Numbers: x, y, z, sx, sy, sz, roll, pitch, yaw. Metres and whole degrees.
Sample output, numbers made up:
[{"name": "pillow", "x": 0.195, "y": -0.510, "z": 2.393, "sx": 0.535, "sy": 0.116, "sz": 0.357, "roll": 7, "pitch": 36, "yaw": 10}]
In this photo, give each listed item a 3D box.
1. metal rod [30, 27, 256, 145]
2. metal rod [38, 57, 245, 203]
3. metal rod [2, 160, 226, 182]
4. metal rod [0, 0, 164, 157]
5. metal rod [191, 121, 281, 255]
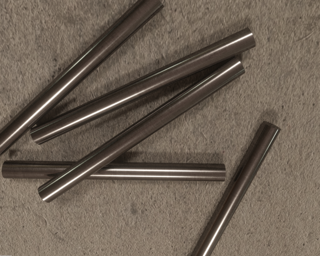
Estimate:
[{"name": "metal rod", "x": -0.027, "y": -0.049, "z": 0.391, "sx": 0.301, "sy": 0.025, "sz": 0.025, "roll": -24, "pitch": 109, "yaw": 8}, {"name": "metal rod", "x": -0.027, "y": 0.005, "z": 0.395, "sx": 0.300, "sy": 0.025, "sz": 0.025, "roll": -34, "pitch": 107, "yaw": 5}, {"name": "metal rod", "x": -0.062, "y": 0.060, "z": 0.430, "sx": 0.302, "sy": 0.025, "sz": 0.025, "roll": 1, "pitch": 110, "yaw": -1}, {"name": "metal rod", "x": -0.117, "y": -0.057, "z": 0.387, "sx": 0.300, "sy": 0.025, "sz": 0.025, "roll": -39, "pitch": 106, "yaw": 12}, {"name": "metal rod", "x": 0.094, "y": 0.127, "z": 0.457, "sx": 0.025, "sy": 0.025, "sz": 0.298, "roll": 20, "pitch": 109, "yaw": -8}]
